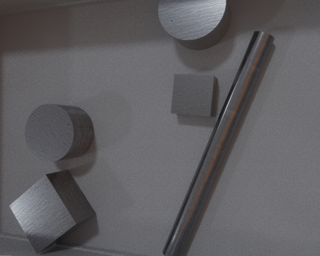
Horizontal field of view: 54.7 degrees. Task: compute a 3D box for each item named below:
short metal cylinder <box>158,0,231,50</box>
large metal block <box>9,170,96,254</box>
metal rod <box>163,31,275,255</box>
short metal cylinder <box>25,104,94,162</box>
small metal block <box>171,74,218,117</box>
[{"bbox_3d":[0.044,-0.142,0.381,0.080,0.050,0.079,0,90,19],"label":"short metal cylinder"},{"bbox_3d":[-0.155,0.119,0.450,0.080,0.050,0.080,-39,78,15],"label":"large metal block"},{"bbox_3d":[0.069,0.028,0.385,0.025,0.025,0.298,24,98,18],"label":"metal rod"},{"bbox_3d":[-0.144,0.007,0.446,0.080,0.050,0.079,0,90,19],"label":"short metal cylinder"},{"bbox_3d":[0.044,-0.041,0.395,0.050,0.025,0.050,6,92,19],"label":"small metal block"}]
